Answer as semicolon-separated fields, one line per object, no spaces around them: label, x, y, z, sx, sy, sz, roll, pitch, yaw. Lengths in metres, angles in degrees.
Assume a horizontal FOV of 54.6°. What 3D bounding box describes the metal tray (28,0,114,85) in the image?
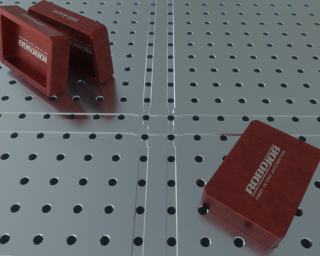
metal tray;-0.134;-0.131;0.474;0.130;0.090;0.030;28;56;21

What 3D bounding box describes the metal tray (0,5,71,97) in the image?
metal tray;-0.189;-0.116;0.458;0.130;0.089;0.030;33;37;24

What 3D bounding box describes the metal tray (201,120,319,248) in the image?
metal tray;0.119;0.057;0.358;0.090;0.030;0.131;29;56;22
